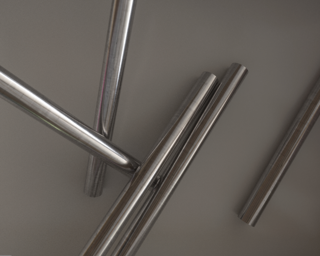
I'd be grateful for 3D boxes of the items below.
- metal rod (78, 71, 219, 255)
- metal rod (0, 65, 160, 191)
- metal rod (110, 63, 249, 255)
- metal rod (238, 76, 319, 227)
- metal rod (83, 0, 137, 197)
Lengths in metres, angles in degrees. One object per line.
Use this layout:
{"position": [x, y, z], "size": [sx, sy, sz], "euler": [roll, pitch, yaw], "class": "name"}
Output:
{"position": [-0.014, 0.051, 0.367], "size": [0.025, 0.025, 0.300], "euler": [35, 72, 0], "class": "metal rod"}
{"position": [-0.098, -0.002, 0.329], "size": [0.301, 0.025, 0.025], "euler": [39, 90, -34], "class": "metal rod"}
{"position": [0.026, 0.045, 0.391], "size": [0.025, 0.025, 0.300], "euler": [33, 82, 0], "class": "metal rod"}
{"position": [0.190, -0.005, 0.412], "size": [0.025, 0.025, 0.299], "euler": [30, 90, 0], "class": "metal rod"}
{"position": [-0.056, -0.048, 0.353], "size": [0.025, 0.025, 0.298], "euler": [14, 114, 0], "class": "metal rod"}
